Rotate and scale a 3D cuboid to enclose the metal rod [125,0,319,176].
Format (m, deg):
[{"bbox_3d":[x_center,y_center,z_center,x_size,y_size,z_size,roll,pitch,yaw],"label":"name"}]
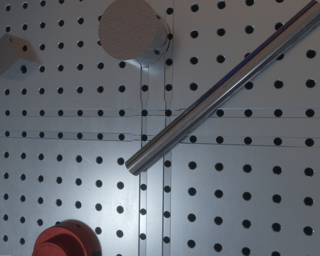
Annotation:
[{"bbox_3d":[0.070,-0.040,0.387,0.299,0.025,0.025,-41,77,15],"label":"metal rod"}]

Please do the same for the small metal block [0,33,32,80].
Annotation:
[{"bbox_3d":[-0.242,-0.114,0.496,0.050,0.025,0.050,-35,79,16],"label":"small metal block"}]

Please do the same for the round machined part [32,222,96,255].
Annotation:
[{"bbox_3d":[-0.148,0.193,0.454,0.098,0.042,0.097,0,90,19],"label":"round machined part"}]

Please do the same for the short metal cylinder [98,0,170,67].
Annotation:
[{"bbox_3d":[-0.033,-0.125,0.410,0.080,0.050,0.079,0,90,19],"label":"short metal cylinder"}]
